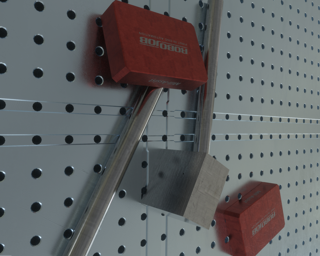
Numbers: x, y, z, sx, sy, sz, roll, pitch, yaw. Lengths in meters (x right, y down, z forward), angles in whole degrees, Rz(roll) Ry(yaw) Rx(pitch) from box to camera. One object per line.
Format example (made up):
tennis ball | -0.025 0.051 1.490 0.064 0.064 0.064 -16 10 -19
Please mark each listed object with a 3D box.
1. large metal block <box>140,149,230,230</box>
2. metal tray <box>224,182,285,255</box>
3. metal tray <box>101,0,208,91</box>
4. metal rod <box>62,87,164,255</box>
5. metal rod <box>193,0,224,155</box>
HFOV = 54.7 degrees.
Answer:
large metal block | 0.032 0.076 0.402 0.050 0.080 0.080 37 67 -34
metal tray | 0.173 0.164 0.555 0.131 0.030 0.089 -21 104 -38
metal tray | -0.003 -0.098 0.387 0.131 0.030 0.090 0 71 -40
metal rod | -0.039 0.017 0.378 0.025 0.025 0.300 37 67 -34
metal rod | 0.071 -0.050 0.470 0.025 0.025 0.298 10 83 -40
